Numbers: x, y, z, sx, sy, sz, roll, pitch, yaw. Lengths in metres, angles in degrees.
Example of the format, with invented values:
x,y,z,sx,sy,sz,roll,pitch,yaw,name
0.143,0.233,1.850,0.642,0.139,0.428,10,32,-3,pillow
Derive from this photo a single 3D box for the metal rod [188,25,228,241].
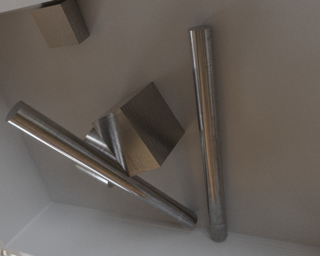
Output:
x,y,z,sx,sy,sz,roll,pitch,yaw,name
0.064,0.026,0.390,0.025,0.025,0.298,4,121,26,metal rod

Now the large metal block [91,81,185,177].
x,y,z,sx,sy,sz,roll,pitch,yaw,name
-0.023,0.000,0.384,0.050,0.080,0.080,-24,106,36,large metal block

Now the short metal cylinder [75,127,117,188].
x,y,z,sx,sy,sz,roll,pitch,yaw,name
-0.072,0.036,0.431,0.050,0.080,0.079,27,128,11,short metal cylinder

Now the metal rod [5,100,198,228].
x,y,z,sx,sy,sz,roll,pitch,yaw,name
-0.047,0.062,0.385,0.025,0.025,0.301,-20,136,35,metal rod

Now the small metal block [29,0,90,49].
x,y,z,sx,sy,sz,roll,pitch,yaw,name
-0.124,-0.130,0.386,0.050,0.025,0.050,1,130,27,small metal block
